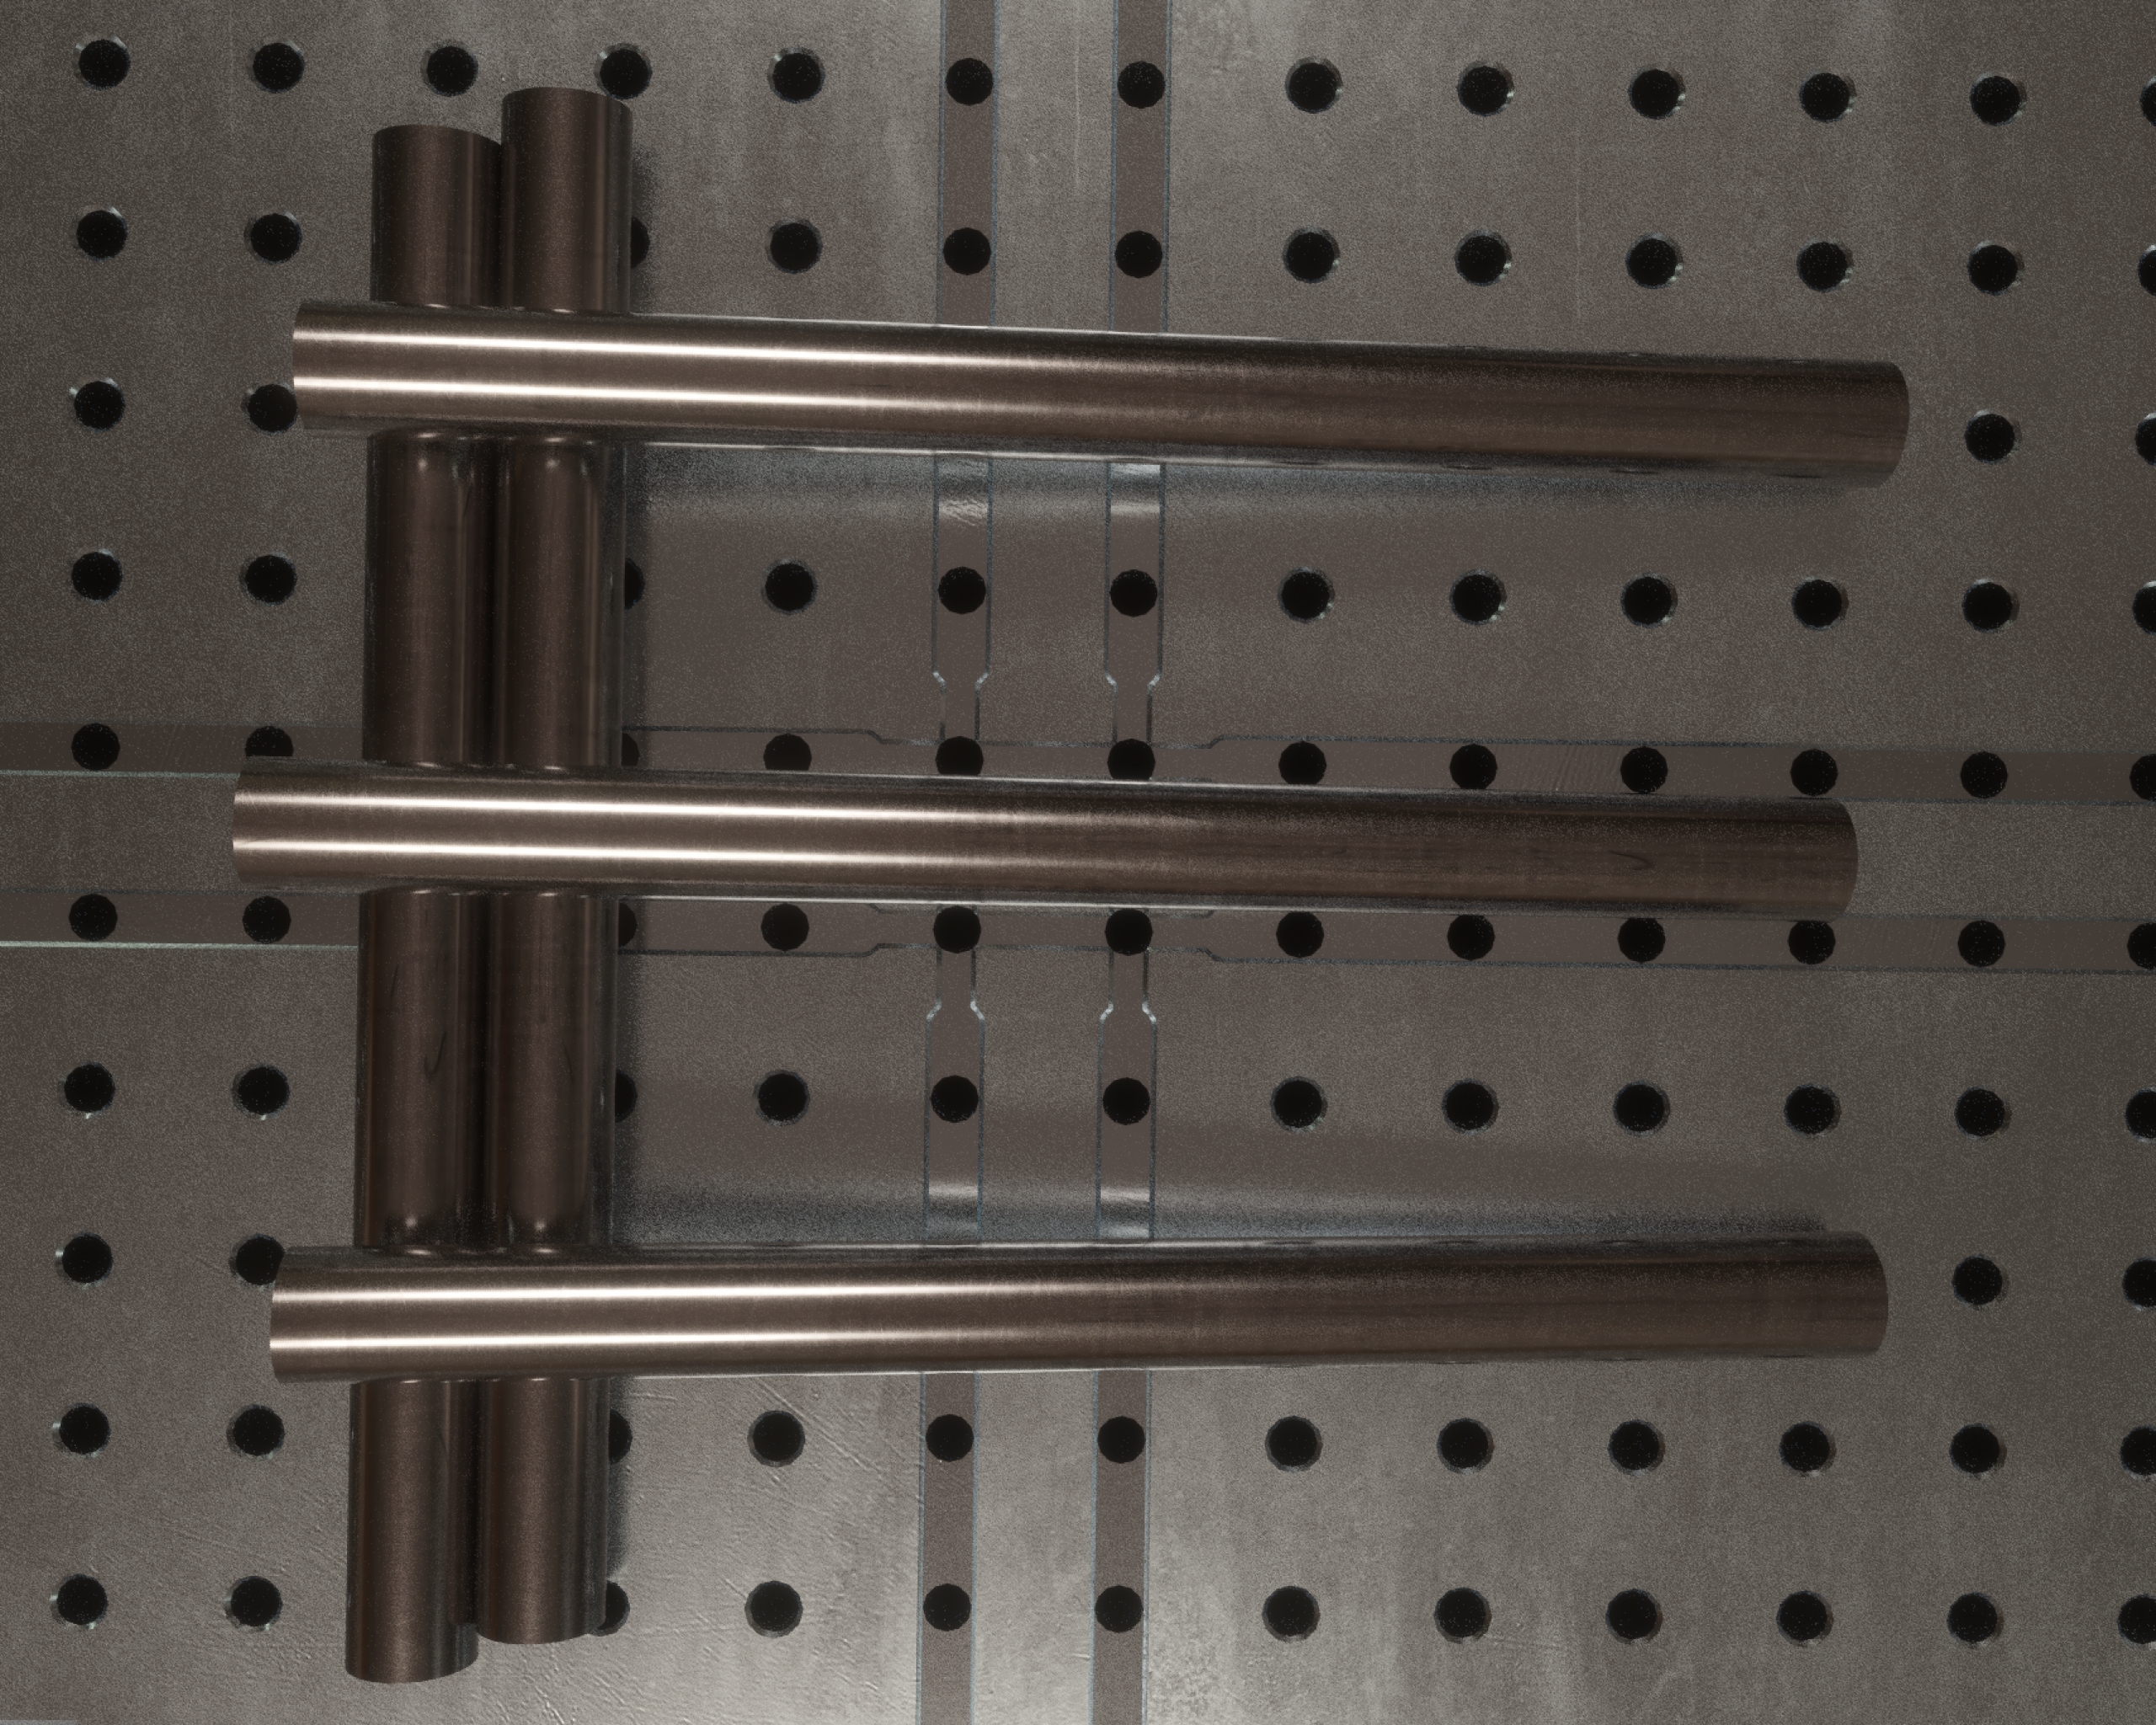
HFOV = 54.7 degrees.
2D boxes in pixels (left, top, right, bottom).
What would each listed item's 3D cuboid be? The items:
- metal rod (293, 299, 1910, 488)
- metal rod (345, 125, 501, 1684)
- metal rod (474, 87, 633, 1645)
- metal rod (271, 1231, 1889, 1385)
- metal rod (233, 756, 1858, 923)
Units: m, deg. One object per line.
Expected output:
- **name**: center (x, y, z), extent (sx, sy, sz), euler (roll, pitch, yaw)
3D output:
- **metal rod**: center (0.010, -0.089, 0.399), extent (0.302, 0.025, 0.025), euler (1, 90, -7)
- **metal rod**: center (-0.128, 0.008, 0.411), extent (0.025, 0.025, 0.298), euler (1, 90, -1)
- **metal rod**: center (-0.103, 0.001, 0.411), extent (0.025, 0.025, 0.298), euler (1, 90, -1)
- **metal rod**: center (0.006, 0.085, 0.399), extent (0.302, 0.025, 0.025), euler (1, 90, -7)
- **metal rod**: center (0.000, -0.004, 0.398), extent (0.302, 0.025, 0.025), euler (1, 90, -7)
